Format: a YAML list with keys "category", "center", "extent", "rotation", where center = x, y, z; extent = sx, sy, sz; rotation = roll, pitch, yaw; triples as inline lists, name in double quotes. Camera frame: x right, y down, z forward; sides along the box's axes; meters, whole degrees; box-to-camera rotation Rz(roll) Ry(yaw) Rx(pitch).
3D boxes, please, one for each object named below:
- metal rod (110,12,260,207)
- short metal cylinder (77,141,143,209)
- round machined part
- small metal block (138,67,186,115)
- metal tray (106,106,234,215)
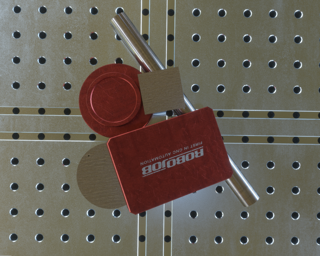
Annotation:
- category: "metal rod"
  center: [0.033, -0.024, 0.410]
  extent: [0.025, 0.025, 0.299]
  rotation: [-36, 90, 0]
- category: "short metal cylinder"
  center: [-0.060, 0.057, 0.396]
  extent: [0.081, 0.050, 0.079]
  rotation: [0, 90, 0]
- category: "round machined part"
  center: [-0.056, -0.035, 0.400]
  extent: [0.099, 0.042, 0.097]
  rotation: [0, 90, 1]
- category: "small metal block"
  center: [0.003, -0.046, 0.386]
  extent: [0.050, 0.025, 0.050]
  rotation: [-10, 93, 5]
- category: "metal tray"
  center: [0.012, 0.036, 0.369]
  extent: [0.131, 0.030, 0.090]
  rotation: [-18, 90, -13]
